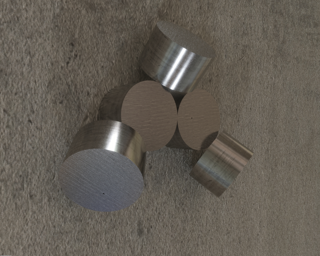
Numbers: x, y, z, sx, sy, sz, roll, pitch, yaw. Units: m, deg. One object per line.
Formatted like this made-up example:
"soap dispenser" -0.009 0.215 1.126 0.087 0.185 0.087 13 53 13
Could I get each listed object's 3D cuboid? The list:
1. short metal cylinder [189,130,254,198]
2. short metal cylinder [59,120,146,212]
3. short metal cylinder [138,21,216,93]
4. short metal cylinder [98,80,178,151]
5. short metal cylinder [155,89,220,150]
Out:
"short metal cylinder" 0.085 0.050 0.434 0.050 0.080 0.080 38 58 12
"short metal cylinder" -0.055 0.039 0.316 0.080 0.080 0.050 54 19 -27
"short metal cylinder" 0.021 -0.088 0.380 0.081 0.080 0.050 2 131 -40
"short metal cylinder" -0.026 -0.014 0.368 0.081 0.050 0.080 0 90 -40
"short metal cylinder" 0.036 -0.011 0.420 0.081 0.050 0.080 0 90 -40
